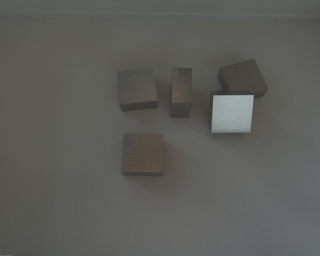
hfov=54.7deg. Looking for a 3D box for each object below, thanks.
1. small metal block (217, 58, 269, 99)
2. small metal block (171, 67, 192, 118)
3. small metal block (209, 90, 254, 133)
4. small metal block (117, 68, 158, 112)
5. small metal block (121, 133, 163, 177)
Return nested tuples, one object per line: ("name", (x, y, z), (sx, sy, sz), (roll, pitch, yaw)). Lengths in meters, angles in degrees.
("small metal block", (0.115, -0.064, 0.434), (0.050, 0.025, 0.050), (-16, 71, -6))
("small metal block", (0.028, -0.046, 0.413), (0.025, 0.050, 0.050), (1, 70, 1))
("small metal block", (0.092, -0.022, 0.404), (0.050, 0.025, 0.050), (-1, 110, 0))
("small metal block", (-0.031, -0.053, 0.429), (0.050, 0.025, 0.050), (-6, 70, -3))
("small metal block", (-0.022, 0.034, 0.397), (0.050, 0.025, 0.050), (2, 70, 0))
